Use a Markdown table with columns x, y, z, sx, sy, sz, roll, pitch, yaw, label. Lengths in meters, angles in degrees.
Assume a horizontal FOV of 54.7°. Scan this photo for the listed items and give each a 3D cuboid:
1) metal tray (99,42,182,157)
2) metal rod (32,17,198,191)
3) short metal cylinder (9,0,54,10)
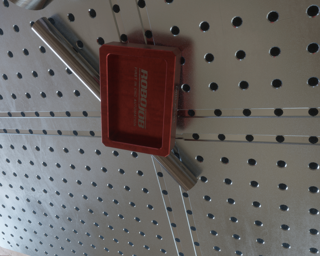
| x | y | z | sx | sy | sz | roll | pitch | yaw | label |
| --- | --- | --- | --- | --- | --- | --- | --- | --- | --- |
| -0.025 | -0.035 | 0.378 | 0.090 | 0.030 | 0.129 | 9 | 114 | 14 | metal tray |
| -0.058 | -0.029 | 0.423 | 0.300 | 0.025 | 0.025 | 47 | 129 | -5 | metal rod |
| -0.141 | -0.179 | 0.339 | 0.050 | 0.080 | 0.080 | -20 | 108 | 35 | short metal cylinder |
